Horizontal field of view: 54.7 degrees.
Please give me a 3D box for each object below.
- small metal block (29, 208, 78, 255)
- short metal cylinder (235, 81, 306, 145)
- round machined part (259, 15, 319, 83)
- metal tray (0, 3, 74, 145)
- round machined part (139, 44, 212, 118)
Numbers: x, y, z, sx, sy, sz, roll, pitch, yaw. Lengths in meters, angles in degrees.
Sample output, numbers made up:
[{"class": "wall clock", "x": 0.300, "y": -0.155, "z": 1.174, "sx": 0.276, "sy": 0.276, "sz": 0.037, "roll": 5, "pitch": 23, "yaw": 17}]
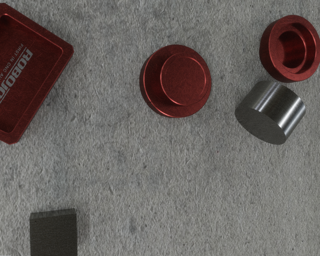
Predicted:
[{"class": "small metal block", "x": -0.125, "y": 0.125, "z": 0.364, "sx": 0.050, "sy": 0.025, "sz": 0.050, "roll": -2, "pitch": 91, "yaw": -20}, {"class": "short metal cylinder", "x": 0.155, "y": -0.021, "z": 0.439, "sx": 0.080, "sy": 0.080, "sz": 0.050, "roll": 44, "pitch": 76, "yaw": -15}, {"class": "round machined part", "x": 0.193, "y": -0.117, "z": 0.473, "sx": 0.099, "sy": 0.042, "sz": 0.097, "roll": 0, "pitch": 90, "yaw": -21}, {"class": "metal tray", "x": -0.168, "y": -0.058, "z": 0.344, "sx": 0.090, "sy": 0.030, "sz": 0.130, "roll": 32, "pitch": 80, "yaw": -18}, {"class": "round machined part", "x": 0.025, "y": -0.062, "z": 0.410, "sx": 0.099, "sy": 0.042, "sz": 0.097, "roll": 0, "pitch": 90, "yaw": -21}]
